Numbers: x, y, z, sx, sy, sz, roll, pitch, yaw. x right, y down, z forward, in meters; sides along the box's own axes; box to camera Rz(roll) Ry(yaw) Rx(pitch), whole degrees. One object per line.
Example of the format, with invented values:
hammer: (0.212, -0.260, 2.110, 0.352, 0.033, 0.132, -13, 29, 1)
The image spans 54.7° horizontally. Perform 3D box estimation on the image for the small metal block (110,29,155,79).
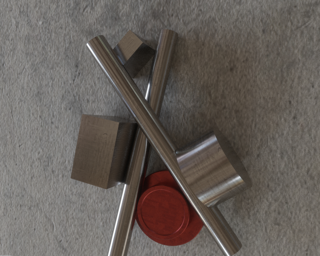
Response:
small metal block: (-0.037, -0.096, 0.409, 0.050, 0.050, 0.025, -47, 76, 14)

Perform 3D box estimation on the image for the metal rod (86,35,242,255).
metal rod: (0.004, 0.020, 0.372, 0.025, 0.025, 0.299, -34, 88, 16)

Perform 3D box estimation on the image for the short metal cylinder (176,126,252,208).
short metal cylinder: (0.063, 0.045, 0.359, 0.050, 0.080, 0.080, -34, 80, 17)

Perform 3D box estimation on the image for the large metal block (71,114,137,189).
large metal block: (-0.064, 0.027, 0.403, 0.050, 0.080, 0.079, 13, 94, 19)

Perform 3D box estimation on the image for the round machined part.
round machined part: (0.010, 0.103, 0.398, 0.098, 0.042, 0.097, 0, 90, 19)

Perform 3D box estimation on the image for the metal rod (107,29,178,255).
metal rod: (-0.022, 0.020, 0.401, 0.025, 0.025, 0.298, 12, 88, 19)
